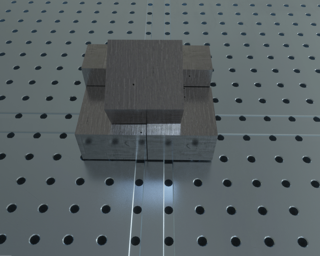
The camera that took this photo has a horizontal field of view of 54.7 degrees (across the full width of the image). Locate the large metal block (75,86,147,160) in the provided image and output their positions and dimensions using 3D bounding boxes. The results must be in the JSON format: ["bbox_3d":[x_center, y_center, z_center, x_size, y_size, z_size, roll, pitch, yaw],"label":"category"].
[{"bbox_3d":[-0.056,-0.007,0.394,0.081,0.050,0.080,1,50,0],"label":"large metal block"}]

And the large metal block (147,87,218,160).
[{"bbox_3d":[0.026,-0.006,0.394,0.081,0.050,0.080,1,50,0],"label":"large metal block"}]

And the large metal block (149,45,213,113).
[{"bbox_3d":[0.025,-0.066,0.426,0.081,0.080,0.050,1,50,0],"label":"large metal block"}]

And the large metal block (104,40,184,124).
[{"bbox_3d":[-0.016,-0.050,0.347,0.081,0.050,0.080,0,74,-1],"label":"large metal block"}]

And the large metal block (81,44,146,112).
[{"bbox_3d":[-0.056,-0.067,0.426,0.081,0.080,0.050,1,50,0],"label":"large metal block"}]
